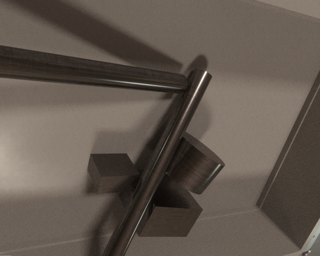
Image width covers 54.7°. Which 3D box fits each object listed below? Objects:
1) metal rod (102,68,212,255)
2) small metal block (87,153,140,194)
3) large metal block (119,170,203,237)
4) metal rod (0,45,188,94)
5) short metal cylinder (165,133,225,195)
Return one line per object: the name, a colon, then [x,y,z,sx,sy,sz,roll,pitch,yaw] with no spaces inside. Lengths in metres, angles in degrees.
metal rod: [-0.011,0.063,0.386,0.025,0.025,0.299,30,84,-38]
small metal block: [-0.060,0.057,0.396,0.050,0.050,0.025,2,117,-30]
large metal block: [-0.001,0.106,0.440,0.081,0.080,0.050,14,111,-35]
metal rod: [-0.080,-0.052,0.282,0.302,0.025,0.025,-2,121,-46]
short metal cylinder: [0.042,0.045,0.426,0.080,0.080,0.050,29,102,-38]
